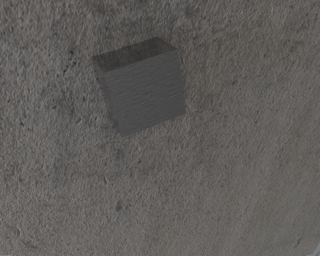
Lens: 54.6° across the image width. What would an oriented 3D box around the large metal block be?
[{"bbox_3d":[-0.022,-0.047,0.349,0.080,0.050,0.080,-22,127,-15],"label":"large metal block"}]
